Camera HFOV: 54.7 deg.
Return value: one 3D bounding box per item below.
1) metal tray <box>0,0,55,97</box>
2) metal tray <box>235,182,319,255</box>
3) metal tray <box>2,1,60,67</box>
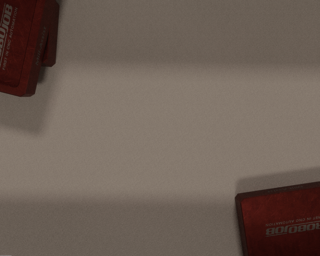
[{"bbox_3d":[-0.188,-0.110,0.373,0.091,0.030,0.129,14,96,-2],"label":"metal tray"},{"bbox_3d":[0.173,0.125,0.411,0.131,0.030,0.089,-8,90,-1],"label":"metal tray"},{"bbox_3d":[-0.205,-0.132,0.406,0.131,0.030,0.089,4,90,-1],"label":"metal tray"}]
